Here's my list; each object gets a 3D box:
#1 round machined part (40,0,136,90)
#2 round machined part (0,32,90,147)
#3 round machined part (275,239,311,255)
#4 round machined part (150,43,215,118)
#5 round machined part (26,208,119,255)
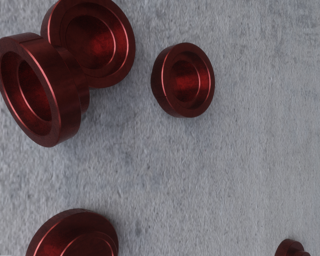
[{"bbox_3d":[-0.078,-0.089,0.329,0.099,0.042,0.097,0,90,-40],"label":"round machined part"},{"bbox_3d":[-0.100,-0.035,0.274,0.042,0.098,0.097,-32,110,-41],"label":"round machined part"},{"bbox_3d":[0.273,0.280,0.628,0.099,0.042,0.097,0,90,-40],"label":"round machined part"},{"bbox_3d":[0.026,-0.062,0.418,0.099,0.042,0.097,0,90,-40],"label":"round machined part"},{"bbox_3d":[-0.084,0.138,0.325,0.099,0.042,0.097,0,90,-40],"label":"round machined part"}]
